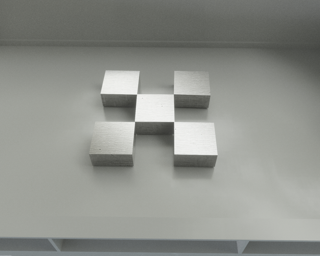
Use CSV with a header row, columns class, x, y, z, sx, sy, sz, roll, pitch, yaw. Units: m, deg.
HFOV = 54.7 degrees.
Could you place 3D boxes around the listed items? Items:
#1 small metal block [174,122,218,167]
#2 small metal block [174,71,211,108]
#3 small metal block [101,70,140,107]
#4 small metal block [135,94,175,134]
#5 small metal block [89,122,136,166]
class,x,y,z,sx,sy,sz,roll,pitch,yaw
small metal block,0.043,0.020,0.385,0.050,0.025,0.050,1,50,1
small metal block,0.045,-0.057,0.450,0.050,0.025,0.050,2,50,1
small metal block,-0.056,-0.058,0.450,0.050,0.025,0.050,1,50,1
small metal block,-0.006,-0.019,0.418,0.050,0.025,0.050,0,50,0
small metal block,-0.057,0.019,0.386,0.050,0.025,0.050,1,50,0
